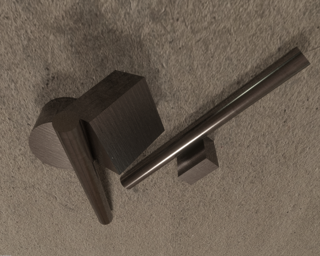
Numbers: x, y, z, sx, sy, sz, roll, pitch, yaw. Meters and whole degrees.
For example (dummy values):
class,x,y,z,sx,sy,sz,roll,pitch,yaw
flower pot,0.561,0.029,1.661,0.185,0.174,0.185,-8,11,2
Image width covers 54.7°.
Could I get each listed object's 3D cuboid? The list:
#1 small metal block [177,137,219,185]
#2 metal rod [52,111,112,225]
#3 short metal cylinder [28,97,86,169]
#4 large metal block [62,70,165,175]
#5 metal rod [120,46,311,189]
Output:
class,x,y,z,sx,sy,sz,roll,pitch,yaw
small metal block,0.050,0.042,0.428,0.025,0.050,0.050,36,121,-27
metal rod,-0.092,0.075,0.416,0.025,0.025,0.299,1,147,-1
short metal cylinder,-0.118,0.007,0.395,0.081,0.050,0.079,0,130,0
large metal block,-0.049,-0.008,0.355,0.050,0.080,0.080,20,144,40
metal rod,0.053,0.002,0.409,0.025,0.025,0.299,37,121,-27
